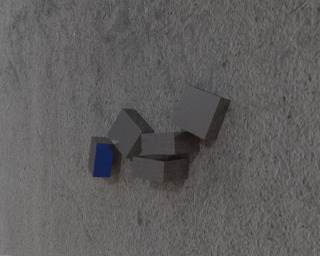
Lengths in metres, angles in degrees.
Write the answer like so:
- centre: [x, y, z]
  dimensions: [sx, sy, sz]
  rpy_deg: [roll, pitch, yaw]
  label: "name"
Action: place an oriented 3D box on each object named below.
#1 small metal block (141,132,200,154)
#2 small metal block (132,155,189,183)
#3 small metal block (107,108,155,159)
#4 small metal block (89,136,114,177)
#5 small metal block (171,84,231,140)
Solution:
- centre: [0.013, 0.018, 0.378]
  dimensions: [0.050, 0.050, 0.025]
  rpy_deg: [-4, 88, 40]
  label: "small metal block"
- centre: [0.001, 0.049, 0.388]
  dimensions: [0.050, 0.050, 0.025]
  rpy_deg: [4, 93, 40]
  label: "small metal block"
- centre: [-0.043, 0.007, 0.440]
  dimensions: [0.050, 0.025, 0.050]
  rpy_deg: [47, 118, 29]
  label: "small metal block"
- centre: [-0.089, 0.042, 0.465]
  dimensions: [0.050, 0.025, 0.050]
  rpy_deg: [-155, 72, -67]
  label: "small metal block"
- centre: [0.047, -0.019, 0.364]
  dimensions: [0.050, 0.025, 0.050]
  rpy_deg: [28, 104, 36]
  label: "small metal block"
